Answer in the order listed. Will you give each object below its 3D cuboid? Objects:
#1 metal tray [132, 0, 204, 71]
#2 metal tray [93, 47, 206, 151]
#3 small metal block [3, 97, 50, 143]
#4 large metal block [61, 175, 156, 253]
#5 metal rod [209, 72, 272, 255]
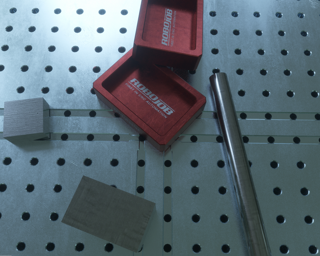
[{"bbox_3d":[0.014,-0.147,0.443,0.091,0.030,0.130,9,59,-6],"label":"metal tray"},{"bbox_3d":[-0.014,-0.043,0.424,0.130,0.030,0.090,40,74,13],"label":"metal tray"},{"bbox_3d":[-0.177,-0.010,0.413,0.050,0.025,0.050,-7,70,-3],"label":"small metal block"},{"bbox_3d":[-0.051,0.098,0.346,0.080,0.080,0.050,20,71,6],"label":"large metal block"},{"bbox_3d":[0.104,0.066,0.388,0.025,0.025,0.299,-8,70,-3],"label":"metal rod"}]
